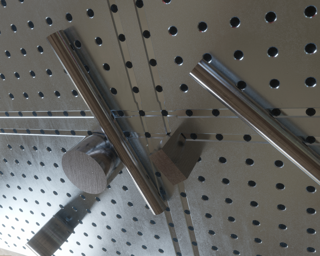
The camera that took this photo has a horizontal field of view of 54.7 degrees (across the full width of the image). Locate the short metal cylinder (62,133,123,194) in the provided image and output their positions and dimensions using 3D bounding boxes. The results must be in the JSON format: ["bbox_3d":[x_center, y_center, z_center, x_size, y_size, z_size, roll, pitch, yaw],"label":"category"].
[{"bbox_3d":[-0.104,0.055,0.482,0.080,0.050,0.079,13,124,20],"label":"short metal cylinder"}]

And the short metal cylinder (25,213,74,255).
[{"bbox_3d":[-0.222,0.220,0.625,0.050,0.080,0.080,45,129,-4],"label":"short metal cylinder"}]

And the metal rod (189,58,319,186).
[{"bbox_3d":[0.155,0.028,0.346,0.300,0.025,0.025,40,129,0],"label":"metal rod"}]

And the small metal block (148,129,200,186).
[{"bbox_3d":[0.020,0.038,0.407,0.025,0.050,0.050,-34,100,38],"label":"small metal block"}]

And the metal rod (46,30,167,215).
[{"bbox_3d":[-0.069,0.003,0.447,0.025,0.025,0.299,-17,110,34],"label":"metal rod"}]
